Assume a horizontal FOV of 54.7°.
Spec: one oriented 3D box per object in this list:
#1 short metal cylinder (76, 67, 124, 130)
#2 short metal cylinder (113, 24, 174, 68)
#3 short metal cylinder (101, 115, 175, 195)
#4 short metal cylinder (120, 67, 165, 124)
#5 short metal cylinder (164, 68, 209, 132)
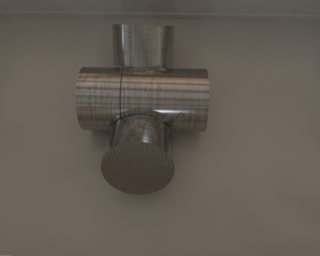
[{"bbox_3d":[-0.070,-0.037,0.392,0.050,0.080,0.080,1,70,1],"label":"short metal cylinder"},{"bbox_3d":[-0.022,-0.110,0.411,0.080,0.080,0.050,2,108,0],"label":"short metal cylinder"},{"bbox_3d":[-0.024,0.031,0.359,0.081,0.079,0.050,0,36,0],"label":"short metal cylinder"},{"bbox_3d":[-0.019,-0.036,0.391,0.050,0.080,0.080,1,70,1],"label":"short metal cylinder"},{"bbox_3d":[0.031,-0.035,0.392,0.050,0.080,0.080,1,70,1],"label":"short metal cylinder"}]
